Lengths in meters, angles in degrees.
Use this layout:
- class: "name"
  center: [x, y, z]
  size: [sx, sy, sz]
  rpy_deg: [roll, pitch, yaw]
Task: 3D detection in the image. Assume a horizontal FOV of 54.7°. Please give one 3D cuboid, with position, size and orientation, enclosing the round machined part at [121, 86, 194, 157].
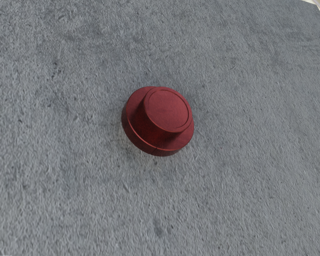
- class: "round machined part"
  center: [0.003, -0.015, 0.406]
  size: [0.099, 0.042, 0.098]
  rpy_deg: [14, 56, -21]
